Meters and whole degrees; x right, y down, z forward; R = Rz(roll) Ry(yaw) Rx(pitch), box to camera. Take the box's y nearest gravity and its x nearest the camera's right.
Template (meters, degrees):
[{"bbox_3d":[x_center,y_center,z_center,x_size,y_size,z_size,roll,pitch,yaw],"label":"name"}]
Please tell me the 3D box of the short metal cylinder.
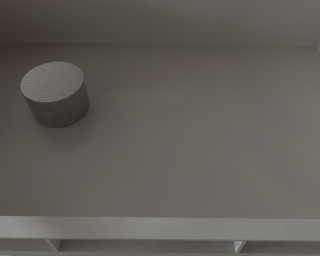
[{"bbox_3d":[-0.142,-0.046,0.426,0.081,0.050,0.080,0,50,0],"label":"short metal cylinder"}]
